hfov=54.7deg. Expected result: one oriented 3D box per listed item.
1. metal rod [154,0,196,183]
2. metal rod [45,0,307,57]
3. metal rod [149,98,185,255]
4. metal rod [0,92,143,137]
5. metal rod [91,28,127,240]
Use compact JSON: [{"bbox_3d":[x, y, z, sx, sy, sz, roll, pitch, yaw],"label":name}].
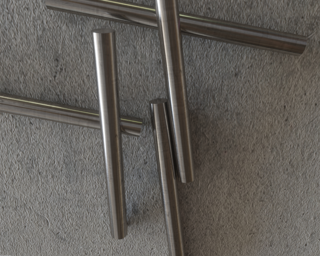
[{"bbox_3d":[0.018,-0.061,0.367,0.025,0.025,0.298,-7,117,2],"label":"metal rod"},{"bbox_3d":[0.022,-0.124,0.364,0.302,0.025,0.025,9,110,-4],"label":"metal rod"},{"bbox_3d":[0.015,0.104,0.448,0.025,0.025,0.298,-6,110,2],"label":"metal rod"},{"bbox_3d":[-0.173,-0.027,0.397,0.302,0.025,0.025,10,110,-4],"label":"metal rod"},{"bbox_3d":[-0.061,0.029,0.396,0.025,0.025,0.298,0,119,0],"label":"metal rod"}]
